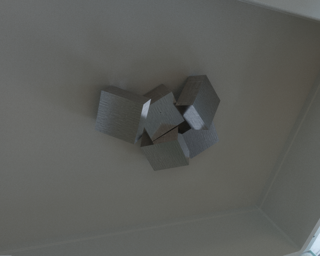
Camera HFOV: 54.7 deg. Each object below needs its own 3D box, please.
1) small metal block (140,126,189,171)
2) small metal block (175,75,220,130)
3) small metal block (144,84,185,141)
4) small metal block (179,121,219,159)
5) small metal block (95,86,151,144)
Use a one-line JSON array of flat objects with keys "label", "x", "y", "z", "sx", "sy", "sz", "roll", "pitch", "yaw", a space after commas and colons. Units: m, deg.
[{"label": "small metal block", "x": 0.008, "y": 0.029, "z": 0.415, "sx": 0.050, "sy": 0.025, "sz": 0.050, "roll": -12, "pitch": 130, "yaw": 17}, {"label": "small metal block", "x": 0.051, "y": -0.032, "z": 0.401, "sx": 0.050, "sy": 0.025, "sz": 0.050, "roll": 51, "pitch": 53, "yaw": -40}, {"label": "small metal block", "x": -0.003, "y": -0.019, "z": 0.394, "sx": 0.050, "sy": 0.025, "sz": 0.050, "roll": -33, "pitch": 129, "yaw": -7}, {"label": "small metal block", "x": 0.052, "y": 0.008, "z": 0.442, "sx": 0.050, "sy": 0.025, "sz": 0.050, "roll": -31, "pitch": 129, "yaw": -8}, {"label": "small metal block", "x": -0.043, "y": -0.016, "z": 0.357, "sx": 0.050, "sy": 0.025, "sz": 0.050, "roll": 20, "pitch": 114, "yaw": 10}]
